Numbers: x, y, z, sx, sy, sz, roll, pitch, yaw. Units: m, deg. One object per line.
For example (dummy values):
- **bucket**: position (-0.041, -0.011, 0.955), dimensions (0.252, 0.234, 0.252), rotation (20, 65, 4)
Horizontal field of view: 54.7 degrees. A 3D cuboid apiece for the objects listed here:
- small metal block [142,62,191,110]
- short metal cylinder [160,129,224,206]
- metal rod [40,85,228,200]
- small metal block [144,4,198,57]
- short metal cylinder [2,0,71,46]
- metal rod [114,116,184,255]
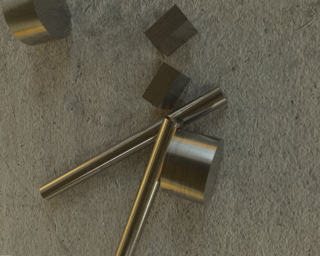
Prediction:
- **small metal block**: position (0.009, -0.051, 0.392), dimensions (0.025, 0.050, 0.050), rotation (36, 102, 16)
- **short metal cylinder**: position (0.040, 0.045, 0.366), dimensions (0.050, 0.080, 0.080), rotation (15, 95, 19)
- **metal rod**: position (-0.047, 0.028, 0.425), dimensions (0.300, 0.025, 0.025), rotation (-29, 81, 17)
- **small metal block**: position (0.015, -0.121, 0.390), dimensions (0.050, 0.050, 0.025), rotation (-39, 78, 16)
- **short metal cylinder**: position (-0.172, -0.162, 0.440), dimensions (0.050, 0.080, 0.080), rotation (-7, 88, 20)
- **metal rod**: position (-0.032, 0.127, 0.406), dimensions (0.025, 0.025, 0.298), rotation (24, 103, 18)
